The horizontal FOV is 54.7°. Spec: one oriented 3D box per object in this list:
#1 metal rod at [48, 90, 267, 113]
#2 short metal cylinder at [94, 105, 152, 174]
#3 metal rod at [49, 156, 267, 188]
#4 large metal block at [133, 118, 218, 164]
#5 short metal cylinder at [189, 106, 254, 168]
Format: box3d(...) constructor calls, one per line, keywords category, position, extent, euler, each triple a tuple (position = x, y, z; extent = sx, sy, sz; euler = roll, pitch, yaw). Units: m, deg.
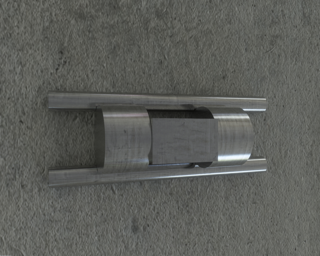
box3d(category="metal rod", position=(0.011, -0.033, 0.414), extent=(0.303, 0.025, 0.025), euler=(-1, 91, -20))
box3d(category="short metal cylinder", position=(-0.046, 0.013, 0.363), extent=(0.050, 0.080, 0.079), euler=(-1, 91, -20))
box3d(category="metal rod", position=(0.012, 0.056, 0.415), extent=(0.303, 0.025, 0.025), euler=(-1, 91, -20))
box3d(category="large metal block", position=(0.016, 0.014, 0.384), extent=(0.081, 0.080, 0.050), euler=(0, 90, -20))
box3d(category="short metal cylinder", position=(0.078, 0.012, 0.409), extent=(0.050, 0.080, 0.079), euler=(-1, 91, -20))
